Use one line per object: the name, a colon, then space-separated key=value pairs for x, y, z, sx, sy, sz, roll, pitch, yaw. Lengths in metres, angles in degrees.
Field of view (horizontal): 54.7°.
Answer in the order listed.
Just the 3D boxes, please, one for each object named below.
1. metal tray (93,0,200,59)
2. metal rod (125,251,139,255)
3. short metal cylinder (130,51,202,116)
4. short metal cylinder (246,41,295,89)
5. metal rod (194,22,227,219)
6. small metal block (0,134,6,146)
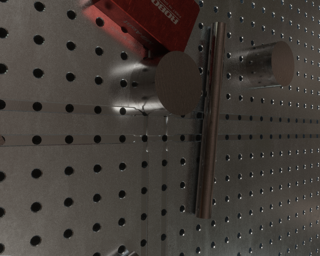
metal tray: x=-0.011 y=-0.158 z=0.398 sx=0.130 sy=0.030 sz=0.090 roll=32 pitch=70 yaw=-36
metal rod: x=-0.137 y=0.216 z=0.295 sx=0.302 sy=0.025 sz=0.025 roll=-25 pitch=106 yaw=-37
short metal cylinder: x=0.009 y=-0.055 z=0.402 sx=0.081 sy=0.050 sz=0.079 roll=0 pitch=91 yaw=-40
short metal cylinder: x=0.202 y=-0.114 z=0.565 sx=0.081 sy=0.050 sz=0.079 roll=0 pitch=90 yaw=-40
metal rod: x=0.079 y=-0.014 z=0.477 sx=0.025 sy=0.025 sz=0.298 roll=9 pitch=84 yaw=-40
small metal block: x=-0.173 y=0.003 z=0.265 sx=0.050 sy=0.025 sz=0.050 roll=-35 pitch=112 yaw=-35
